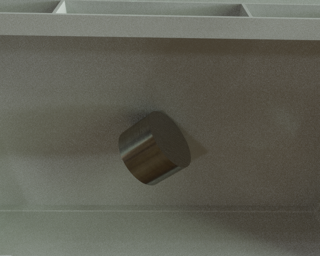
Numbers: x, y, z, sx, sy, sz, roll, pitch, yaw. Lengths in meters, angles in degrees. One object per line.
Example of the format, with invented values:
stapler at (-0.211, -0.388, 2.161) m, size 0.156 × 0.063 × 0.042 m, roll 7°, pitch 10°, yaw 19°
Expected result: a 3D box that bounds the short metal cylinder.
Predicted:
short metal cylinder at (-0.006, 0.025, 0.391) m, size 0.050 × 0.080 × 0.080 m, roll -34°, pitch 123°, yaw 25°
